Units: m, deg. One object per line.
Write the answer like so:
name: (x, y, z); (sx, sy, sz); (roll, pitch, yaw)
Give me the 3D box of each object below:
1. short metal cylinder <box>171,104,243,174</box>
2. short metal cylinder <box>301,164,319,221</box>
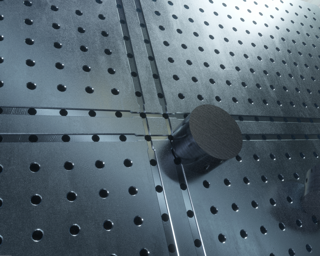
short metal cylinder: (0.062, 0.015, 0.416); (0.081, 0.050, 0.080); (14, 56, -21)
short metal cylinder: (0.253, 0.096, 0.450); (0.080, 0.080, 0.050); (36, 51, -5)
